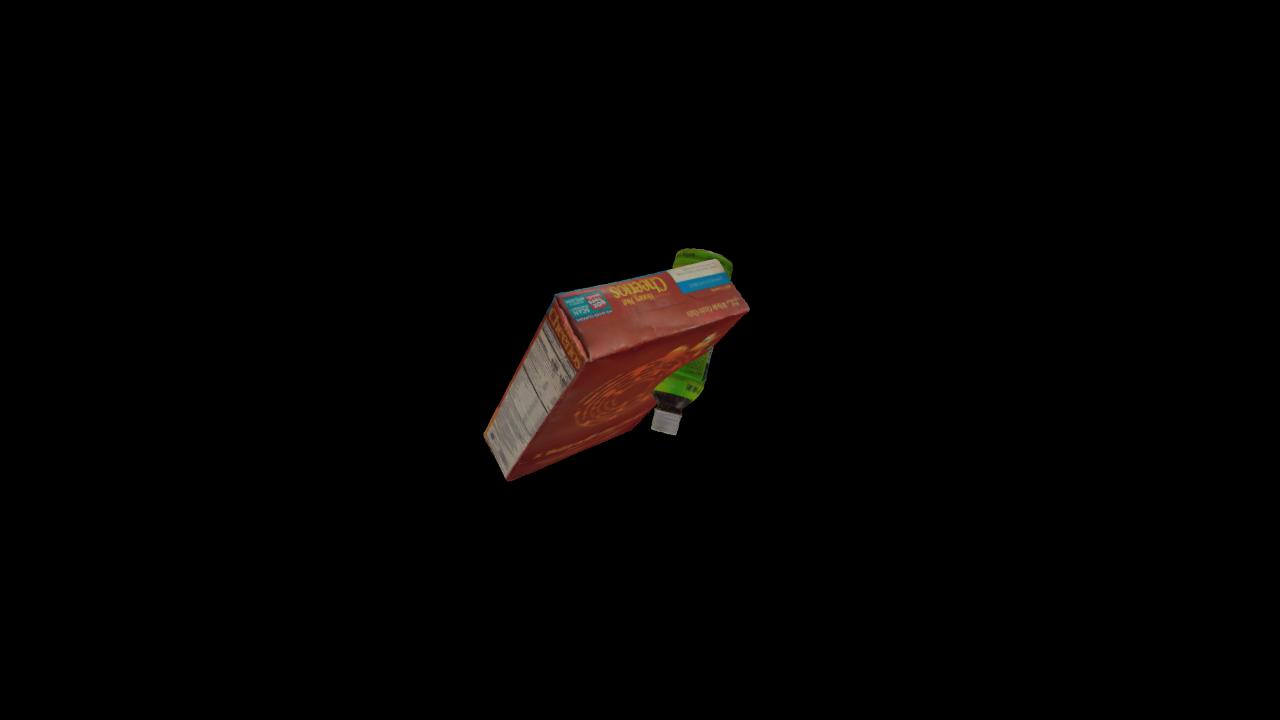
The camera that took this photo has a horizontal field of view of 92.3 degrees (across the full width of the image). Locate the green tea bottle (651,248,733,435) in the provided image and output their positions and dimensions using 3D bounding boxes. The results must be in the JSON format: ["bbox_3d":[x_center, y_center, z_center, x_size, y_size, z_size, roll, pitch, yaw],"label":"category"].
[{"bbox_3d":[0.052,-0.019,0.709,0.073,0.212,0.073,13,-7,2],"label":"green tea bottle"}]

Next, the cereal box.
[{"bbox_3d":[-0.040,0.018,0.689,0.203,0.081,0.306,-19,-20,-35],"label":"cereal box"}]
